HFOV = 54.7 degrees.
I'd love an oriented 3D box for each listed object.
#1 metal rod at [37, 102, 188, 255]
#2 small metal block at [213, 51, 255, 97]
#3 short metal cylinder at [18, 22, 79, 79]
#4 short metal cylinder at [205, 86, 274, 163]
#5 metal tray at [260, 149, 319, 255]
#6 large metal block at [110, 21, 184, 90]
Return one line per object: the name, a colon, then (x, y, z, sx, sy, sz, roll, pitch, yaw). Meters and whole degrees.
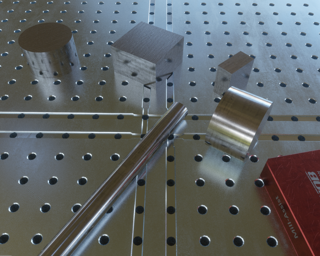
metal rod: (-0.056, 0.070, 0.348, 0.025, 0.025, 0.301, 27, 55, 21)
small metal block: (0.108, -0.077, 0.457, 0.050, 0.050, 0.025, -34, 58, -25)
short metal cylinder: (-0.176, -0.124, 0.495, 0.081, 0.050, 0.080, 0, 50, 0)
short metal cylinder: (0.096, -0.004, 0.376, 0.050, 0.080, 0.080, 26, 55, 20)
metal tray: (0.178, 0.087, 0.333, 0.091, 0.030, 0.130, -9, 51, -8)
large metal block: (-0.018, -0.116, 0.489, 0.080, 0.050, 0.080, 26, 55, 20)
